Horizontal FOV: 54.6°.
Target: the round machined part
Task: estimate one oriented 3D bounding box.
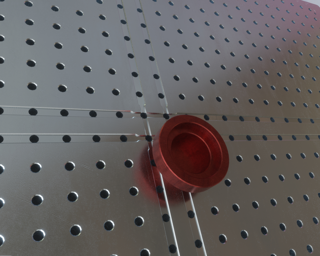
[{"bbox_3d":[0.035,0.035,0.394,0.099,0.042,0.098,13,56,-21],"label":"round machined part"}]
